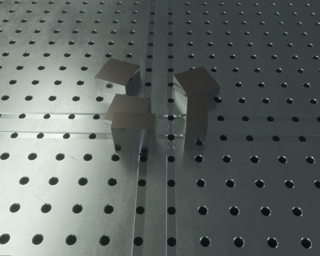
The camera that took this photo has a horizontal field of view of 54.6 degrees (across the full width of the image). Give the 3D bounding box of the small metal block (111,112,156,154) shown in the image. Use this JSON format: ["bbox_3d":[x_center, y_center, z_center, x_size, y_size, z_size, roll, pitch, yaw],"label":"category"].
[{"bbox_3d":[-0.031,0.007,0.386,0.050,0.050,0.025,3,51,2],"label":"small metal block"}]

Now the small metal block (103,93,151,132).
[{"bbox_3d":[-0.043,-0.017,0.422,0.050,0.025,0.050,10,51,8],"label":"small metal block"}]

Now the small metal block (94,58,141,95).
[{"bbox_3d":[-0.064,-0.077,0.472,0.050,0.025,0.050,17,52,14],"label":"small metal block"}]

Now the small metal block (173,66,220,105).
[{"bbox_3d":[0.053,-0.061,0.459,0.050,0.025,0.050,-18,52,-15],"label":"small metal block"}]

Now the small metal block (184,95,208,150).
[{"bbox_3d":[0.046,-0.007,0.398,0.025,0.050,0.050,4,50,3],"label":"small metal block"}]
